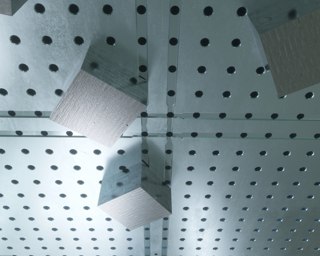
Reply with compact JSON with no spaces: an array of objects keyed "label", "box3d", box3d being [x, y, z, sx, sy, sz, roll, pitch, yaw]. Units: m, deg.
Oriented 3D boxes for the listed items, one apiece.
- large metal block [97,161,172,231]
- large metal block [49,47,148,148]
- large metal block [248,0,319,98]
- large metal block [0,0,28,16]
[{"label":"large metal block","box3d":[-0.037,0.108,0.487,0.080,0.050,0.080,-28,125,21]},{"label":"large metal block","box3d":[-0.071,-0.033,0.366,0.080,0.050,0.080,29,124,-22]},{"label":"large metal block","box3d":[0.147,-0.089,0.320,0.080,0.050,0.080,-21,127,17]},{"label":"large metal block","box3d":[-0.133,-0.148,0.248,0.050,0.080,0.079,10,129,-9]}]
